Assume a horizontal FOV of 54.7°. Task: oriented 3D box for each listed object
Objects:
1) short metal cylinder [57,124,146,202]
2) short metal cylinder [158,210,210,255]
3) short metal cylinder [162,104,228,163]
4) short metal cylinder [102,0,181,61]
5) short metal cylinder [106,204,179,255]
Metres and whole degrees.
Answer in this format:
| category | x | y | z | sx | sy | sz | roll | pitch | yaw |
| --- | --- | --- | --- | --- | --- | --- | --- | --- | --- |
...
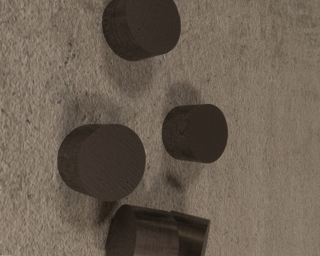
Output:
| category | x | y | z | sx | sy | sz | roll | pitch | yaw |
| --- | --- | --- | --- | --- | --- | --- | --- | --- | --- |
| short metal cylinder | -0.063 | 0.035 | 0.337 | 0.081 | 0.050 | 0.079 | 0 | 90 | -40 |
| short metal cylinder | 0.031 | 0.150 | 0.393 | 0.080 | 0.050 | 0.080 | 9 | 91 | -75 |
| short metal cylinder | 0.050 | 0.007 | 0.432 | 0.081 | 0.050 | 0.079 | 0 | 90 | -40 |
| short metal cylinder | -0.021 | -0.124 | 0.372 | 0.081 | 0.050 | 0.079 | 0 | 90 | -40 |
| short metal cylinder | -0.022 | 0.130 | 0.347 | 0.050 | 0.080 | 0.080 | 17 | 79 | -26 |
